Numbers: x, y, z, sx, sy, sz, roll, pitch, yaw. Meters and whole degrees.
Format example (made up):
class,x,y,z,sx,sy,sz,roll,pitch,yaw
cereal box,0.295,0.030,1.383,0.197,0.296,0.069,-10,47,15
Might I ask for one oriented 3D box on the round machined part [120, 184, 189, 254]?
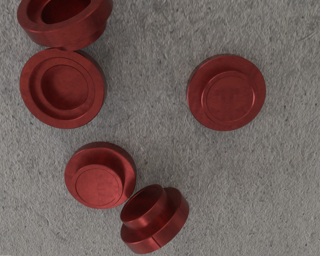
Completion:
class,x,y,z,sx,sy,sz,roll,pitch,yaw
round machined part,-0.014,0.113,0.412,0.098,0.098,0.042,-32,107,11

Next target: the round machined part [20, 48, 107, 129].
class,x,y,z,sx,sy,sz,roll,pitch,yaw
round machined part,-0.114,-0.051,0.381,0.099,0.042,0.097,0,110,0

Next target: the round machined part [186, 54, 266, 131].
class,x,y,z,sx,sy,sz,roll,pitch,yaw
round machined part,0.083,-0.041,0.386,0.099,0.042,0.097,0,110,0

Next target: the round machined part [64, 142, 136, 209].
class,x,y,z,sx,sy,sz,roll,pitch,yaw
round machined part,-0.083,0.071,0.426,0.099,0.042,0.097,0,110,0

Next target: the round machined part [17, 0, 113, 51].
class,x,y,z,sx,sy,sz,roll,pitch,yaw
round machined part,-0.097,-0.122,0.335,0.098,0.098,0.042,-14,147,5
